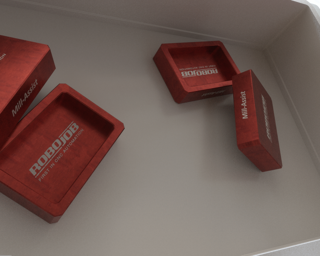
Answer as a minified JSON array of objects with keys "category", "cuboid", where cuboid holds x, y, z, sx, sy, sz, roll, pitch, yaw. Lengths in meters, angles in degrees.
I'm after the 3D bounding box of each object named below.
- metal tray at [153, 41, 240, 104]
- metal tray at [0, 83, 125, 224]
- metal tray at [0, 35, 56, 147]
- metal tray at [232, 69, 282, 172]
[{"category":"metal tray","cuboid":[0.064,-0.092,0.492,0.131,0.030,0.090,-14,69,-34]},{"category":"metal tray","cuboid":[-0.108,0.021,0.330,0.090,0.030,0.130,35,51,-5]},{"category":"metal tray","cuboid":[-0.177,-0.041,0.311,0.090,0.030,0.130,13,53,6]},{"category":"metal tray","cuboid":[0.144,-0.011,0.460,0.090,0.030,0.130,38,44,-41]}]
